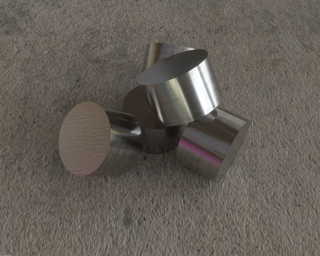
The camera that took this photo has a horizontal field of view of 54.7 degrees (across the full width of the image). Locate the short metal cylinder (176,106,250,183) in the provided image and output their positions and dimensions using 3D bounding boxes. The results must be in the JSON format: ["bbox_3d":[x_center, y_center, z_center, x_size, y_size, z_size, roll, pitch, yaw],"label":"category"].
[{"bbox_3d":[0.062,0.016,0.356,0.050,0.080,0.080,28,56,21],"label":"short metal cylinder"}]

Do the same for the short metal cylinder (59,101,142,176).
[{"bbox_3d":[-0.068,0.014,0.349,0.080,0.050,0.080,-6,78,34],"label":"short metal cylinder"}]

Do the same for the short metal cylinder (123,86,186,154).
[{"bbox_3d":[-0.005,-0.013,0.399,0.081,0.050,0.080,0,50,0],"label":"short metal cylinder"}]

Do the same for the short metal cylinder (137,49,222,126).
[{"bbox_3d":[0.022,-0.045,0.340,0.080,0.050,0.080,-20,26,11],"label":"short metal cylinder"}]

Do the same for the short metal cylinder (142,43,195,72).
[{"bbox_3d":[0.017,-0.084,0.431,0.080,0.080,0.050,11,94,9],"label":"short metal cylinder"}]
